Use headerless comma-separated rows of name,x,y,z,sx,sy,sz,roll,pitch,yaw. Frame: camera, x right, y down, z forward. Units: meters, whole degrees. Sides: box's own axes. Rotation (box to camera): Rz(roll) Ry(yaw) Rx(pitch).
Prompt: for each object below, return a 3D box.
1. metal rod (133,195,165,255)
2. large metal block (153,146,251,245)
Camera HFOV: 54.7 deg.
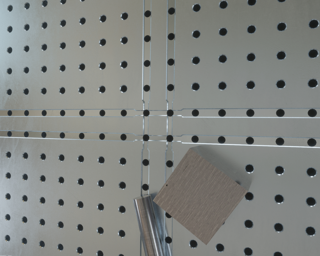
metal rod,0.009,0.239,0.409,0.025,0.025,0.298,-15,85,19
large metal block,0.053,0.079,0.381,0.080,0.050,0.080,37,102,16
